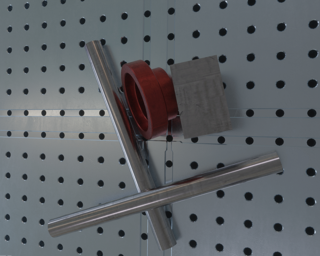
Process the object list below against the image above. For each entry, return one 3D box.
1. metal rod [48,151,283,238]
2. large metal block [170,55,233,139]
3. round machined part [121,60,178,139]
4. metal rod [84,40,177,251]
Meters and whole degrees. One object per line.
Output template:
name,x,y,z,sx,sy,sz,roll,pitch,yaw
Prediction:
metal rod,-0.001,0.086,0.388,0.301,0.025,0.025,-19,84,9
large metal block,0.047,-0.031,0.362,0.050,0.080,0.080,-11,86,6
round machined part,-0.011,-0.038,0.388,0.042,0.098,0.098,-20,82,-17
metal rod,-0.043,0.018,0.427,0.025,0.025,0.299,-24,82,18
